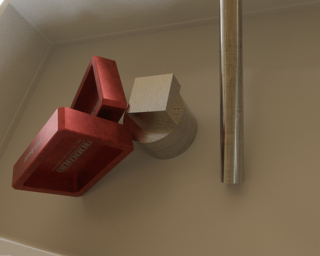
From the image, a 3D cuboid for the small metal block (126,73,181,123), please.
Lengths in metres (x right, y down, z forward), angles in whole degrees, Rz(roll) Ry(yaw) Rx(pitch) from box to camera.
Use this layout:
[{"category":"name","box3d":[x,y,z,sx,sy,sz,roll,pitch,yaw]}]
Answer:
[{"category":"small metal block","box3d":[-0.007,-0.034,0.365,0.050,0.025,0.050,-2,61,26]}]

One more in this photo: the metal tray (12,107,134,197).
[{"category":"metal tray","box3d":[-0.104,0.035,0.364,0.129,0.091,0.030,-42,46,33]}]

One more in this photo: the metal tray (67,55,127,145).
[{"category":"metal tray","box3d":[-0.091,-0.018,0.413,0.129,0.030,0.090,-54,40,36]}]

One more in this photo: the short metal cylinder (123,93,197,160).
[{"category":"short metal cylinder","box3d":[0.001,-0.006,0.392,0.080,0.050,0.080,-13,56,20]}]

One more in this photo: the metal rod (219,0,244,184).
[{"category":"metal rod","box3d":[0.078,-0.091,0.340,0.025,0.025,0.298,-1,87,27]}]
